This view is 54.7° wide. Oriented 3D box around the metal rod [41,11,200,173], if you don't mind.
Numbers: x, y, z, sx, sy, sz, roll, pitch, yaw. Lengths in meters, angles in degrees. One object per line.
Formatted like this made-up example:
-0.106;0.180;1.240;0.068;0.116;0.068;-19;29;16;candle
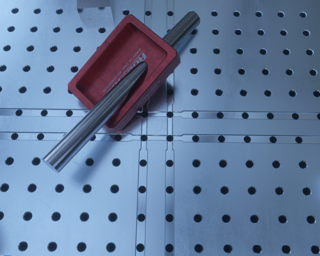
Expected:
-0.036;-0.062;0.410;0.025;0.025;0.301;34;64;11;metal rod

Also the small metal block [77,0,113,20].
-0.101;-0.200;0.484;0.050;0.025;0.050;-4;70;-2;small metal block

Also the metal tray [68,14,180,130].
-0.048;-0.073;0.413;0.090;0.030;0.130;42;94;13;metal tray
